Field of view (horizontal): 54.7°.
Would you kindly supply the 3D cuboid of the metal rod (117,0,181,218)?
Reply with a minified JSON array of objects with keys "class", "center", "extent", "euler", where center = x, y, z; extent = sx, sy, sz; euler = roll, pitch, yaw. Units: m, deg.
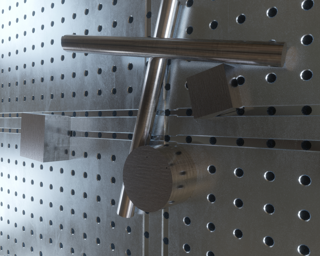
[{"class":"metal rod","center":[-0.018,-0.019,0.421],"extent":[0.025,0.025,0.298],"euler":[21,103,38]}]

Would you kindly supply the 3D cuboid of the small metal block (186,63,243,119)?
[{"class":"small metal block","center":[0.062,-0.040,0.357],"extent":[0.050,0.025,0.050],"euler":[-17,80,38]}]

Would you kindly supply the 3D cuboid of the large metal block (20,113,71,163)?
[{"class":"large metal block","center":[-0.208,0.015,0.561],"extent":[0.080,0.050,0.079],"euler":[6,94,39]}]

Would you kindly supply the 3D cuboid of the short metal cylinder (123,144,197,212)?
[{"class":"short metal cylinder","center":[-0.001,0.061,0.392],"extent":[0.080,0.050,0.079],"euler":[0,90,39]}]

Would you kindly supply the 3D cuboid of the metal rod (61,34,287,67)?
[{"class":"metal rod","center":[-0.006,-0.098,0.380],"extent":[0.300,0.025,0.025],"euler":[11,97,29]}]
